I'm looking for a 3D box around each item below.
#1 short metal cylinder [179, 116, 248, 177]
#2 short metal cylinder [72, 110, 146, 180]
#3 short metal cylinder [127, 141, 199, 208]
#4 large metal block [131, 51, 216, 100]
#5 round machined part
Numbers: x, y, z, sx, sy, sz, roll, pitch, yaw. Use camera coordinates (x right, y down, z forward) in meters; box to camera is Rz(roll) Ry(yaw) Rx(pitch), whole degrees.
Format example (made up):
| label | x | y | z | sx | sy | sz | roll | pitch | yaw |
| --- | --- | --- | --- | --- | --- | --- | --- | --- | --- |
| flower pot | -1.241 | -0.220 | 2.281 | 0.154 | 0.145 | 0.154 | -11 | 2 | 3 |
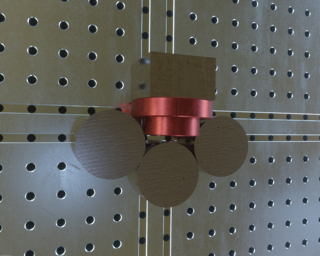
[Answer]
| label | x | y | z | sx | sy | sz | roll | pitch | yaw |
| --- | --- | --- | --- | --- | --- | --- | --- | --- | --- |
| short metal cylinder | 0.072 | 0.024 | 0.426 | 0.081 | 0.050 | 0.079 | 0 | 90 | -20 |
| short metal cylinder | -0.063 | 0.019 | 0.376 | 0.081 | 0.050 | 0.079 | 0 | 90 | -20 |
| short metal cylinder | 0.003 | 0.057 | 0.401 | 0.081 | 0.050 | 0.079 | 0 | 90 | -20 |
| large metal block | 0.014 | -0.058 | 0.388 | 0.081 | 0.080 | 0.050 | 1 | 90 | -20 |
| round machined part | 0.014 | -0.011 | 0.377 | 0.099 | 0.098 | 0.042 | 2 | 89 | -20 |
